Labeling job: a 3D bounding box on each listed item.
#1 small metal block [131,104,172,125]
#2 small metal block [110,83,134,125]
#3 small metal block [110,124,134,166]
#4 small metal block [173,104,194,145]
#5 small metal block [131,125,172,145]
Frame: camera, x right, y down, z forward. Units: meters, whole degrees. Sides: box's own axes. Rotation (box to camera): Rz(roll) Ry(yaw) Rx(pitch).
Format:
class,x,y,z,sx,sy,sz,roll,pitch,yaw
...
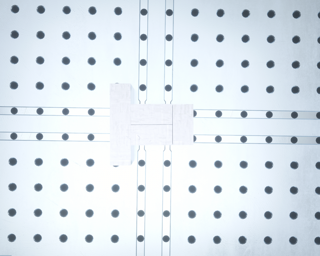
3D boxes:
class,x,y,z,sx,sy,sz,roll,pitch,yaw
small metal block,-0.010,-0.017,0.400,0.050,0.050,0.025,0,90,-1
small metal block,-0.048,-0.029,0.399,0.025,0.050,0.050,0,90,0
small metal block,-0.048,0.020,0.400,0.025,0.050,0.050,0,90,0
small metal block,0.028,-0.004,0.401,0.025,0.050,0.050,0,90,0
small metal block,-0.010,0.008,0.400,0.050,0.050,0.025,0,90,-1
